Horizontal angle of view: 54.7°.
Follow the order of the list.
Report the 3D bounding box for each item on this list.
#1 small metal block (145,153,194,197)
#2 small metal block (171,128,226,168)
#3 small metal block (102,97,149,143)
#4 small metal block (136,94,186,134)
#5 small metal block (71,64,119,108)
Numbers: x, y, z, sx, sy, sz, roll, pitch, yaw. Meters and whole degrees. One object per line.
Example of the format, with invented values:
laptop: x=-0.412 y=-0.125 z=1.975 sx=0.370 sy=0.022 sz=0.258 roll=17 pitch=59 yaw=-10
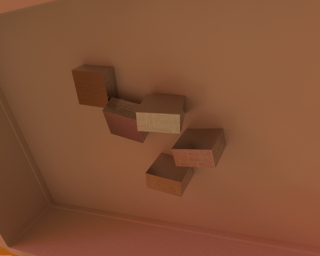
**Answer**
small metal block: x=0.015 y=0.063 z=0.424 sx=0.050 sy=0.050 sz=0.025 roll=11 pitch=123 yaw=22
small metal block: x=0.049 y=0.024 z=0.381 sx=0.050 sy=0.050 sz=0.025 roll=-1 pitch=118 yaw=28
small metal block: x=-0.043 y=-0.010 z=0.414 sx=0.050 sy=0.025 sz=0.050 roll=16 pitch=146 yaw=18
small metal block: x=0.003 y=-0.018 z=0.373 sx=0.050 sy=0.050 sz=0.025 roll=4 pitch=121 yaw=11
small metal block: x=-0.086 y=-0.057 z=0.419 sx=0.050 sy=0.025 sz=0.050 roll=9 pitch=122 yaw=24
